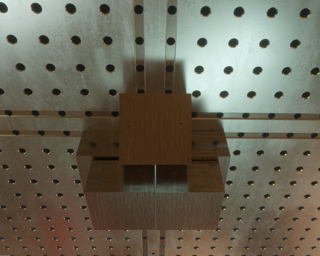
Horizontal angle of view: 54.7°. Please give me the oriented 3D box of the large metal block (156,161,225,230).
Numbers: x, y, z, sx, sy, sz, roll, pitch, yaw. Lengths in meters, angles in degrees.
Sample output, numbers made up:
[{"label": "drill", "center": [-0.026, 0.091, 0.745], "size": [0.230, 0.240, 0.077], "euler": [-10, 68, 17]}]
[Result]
[{"label": "large metal block", "center": [0.035, 0.089, 0.403], "size": [0.081, 0.050, 0.079], "euler": [0, 130, -1]}]

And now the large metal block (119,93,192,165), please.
[{"label": "large metal block", "center": [-0.005, 0.002, 0.370], "size": [0.081, 0.050, 0.080], "euler": [0, 88, -1]}]

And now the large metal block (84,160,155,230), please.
[{"label": "large metal block", "center": [-0.047, 0.087, 0.400], "size": [0.081, 0.050, 0.079], "euler": [0, 130, -1]}]

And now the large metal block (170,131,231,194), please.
[{"label": "large metal block", "center": [0.050, 0.051, 0.439], "size": [0.081, 0.050, 0.079], "euler": [-1, 130, 0]}]

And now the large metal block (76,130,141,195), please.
[{"label": "large metal block", "center": [-0.068, 0.050, 0.438], "size": [0.081, 0.050, 0.079], "euler": [1, 130, -2]}]
